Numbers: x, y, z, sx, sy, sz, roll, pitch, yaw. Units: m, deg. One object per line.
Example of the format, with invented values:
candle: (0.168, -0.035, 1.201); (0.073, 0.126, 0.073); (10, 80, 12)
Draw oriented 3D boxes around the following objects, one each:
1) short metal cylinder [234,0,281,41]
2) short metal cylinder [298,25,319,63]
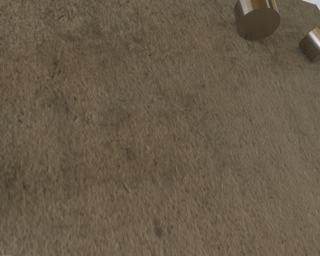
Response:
short metal cylinder: (0.189, -0.219, 0.607); (0.081, 0.080, 0.050); (12, 57, -22)
short metal cylinder: (0.355, -0.188, 0.679); (0.081, 0.080, 0.050); (-20, 73, -36)
